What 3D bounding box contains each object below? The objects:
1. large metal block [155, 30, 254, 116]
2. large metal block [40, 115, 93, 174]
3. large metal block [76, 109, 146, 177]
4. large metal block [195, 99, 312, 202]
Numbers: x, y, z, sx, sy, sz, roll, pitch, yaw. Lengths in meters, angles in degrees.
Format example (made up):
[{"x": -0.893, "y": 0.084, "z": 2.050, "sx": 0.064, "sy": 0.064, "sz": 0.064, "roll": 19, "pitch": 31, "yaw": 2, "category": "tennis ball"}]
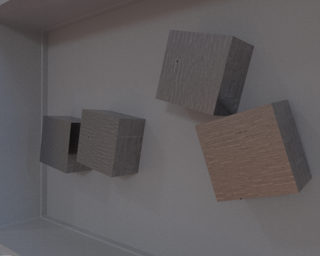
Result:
[{"x": 0.049, "y": -0.062, "z": 0.350, "sx": 0.080, "sy": 0.050, "sz": 0.079, "roll": 20, "pitch": 103, "yaw": 38, "category": "large metal block"}, {"x": -0.154, "y": 0.024, "z": 0.518, "sx": 0.080, "sy": 0.050, "sz": 0.079, "roll": 12, "pitch": 98, "yaw": 39, "category": "large metal block"}, {"x": -0.073, "y": 0.019, "z": 0.451, "sx": 0.080, "sy": 0.050, "sz": 0.079, "roll": 14, "pitch": 99, "yaw": 39, "category": "large metal block"}, {"x": 0.092, "y": 0.023, "z": 0.308, "sx": 0.080, "sy": 0.050, "sz": 0.080, "roll": -18, "pitch": 87, "yaw": 38, "category": "large metal block"}]
